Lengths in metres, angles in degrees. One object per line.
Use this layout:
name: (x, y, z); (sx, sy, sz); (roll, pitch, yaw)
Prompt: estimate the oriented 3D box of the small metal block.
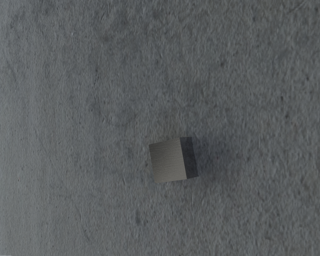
small metal block: (0.016, 0.041, 0.390); (0.050, 0.025, 0.050); (-16, 80, 38)
